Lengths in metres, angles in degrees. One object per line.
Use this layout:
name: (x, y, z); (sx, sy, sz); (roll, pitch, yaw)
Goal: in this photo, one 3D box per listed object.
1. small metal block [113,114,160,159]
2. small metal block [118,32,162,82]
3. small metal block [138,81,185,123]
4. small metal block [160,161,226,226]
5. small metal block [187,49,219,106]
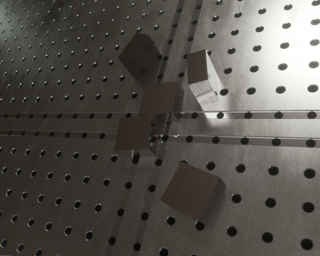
small metal block: (-0.030, 0.012, 0.415); (0.050, 0.025, 0.050); (-7, 59, 24)
small metal block: (-0.029, -0.108, 0.472); (0.025, 0.050, 0.050); (23, 74, 36)
small metal block: (0.003, -0.035, 0.427); (0.050, 0.025, 0.050); (-3, 60, 26)
small metal block: (0.037, 0.072, 0.344); (0.050, 0.025, 0.050); (20, 72, 35)
small metal block: (0.056, -0.064, 0.401); (0.025, 0.050, 0.050); (-13, 57, 21)
